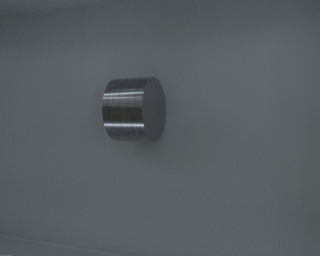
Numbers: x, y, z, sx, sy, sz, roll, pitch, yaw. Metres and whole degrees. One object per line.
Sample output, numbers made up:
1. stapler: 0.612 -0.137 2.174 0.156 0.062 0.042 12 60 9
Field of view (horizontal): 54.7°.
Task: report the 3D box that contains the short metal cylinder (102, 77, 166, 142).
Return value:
1. short metal cylinder: -0.030 -0.023 0.388 0.050 0.080 0.079 0 90 20
